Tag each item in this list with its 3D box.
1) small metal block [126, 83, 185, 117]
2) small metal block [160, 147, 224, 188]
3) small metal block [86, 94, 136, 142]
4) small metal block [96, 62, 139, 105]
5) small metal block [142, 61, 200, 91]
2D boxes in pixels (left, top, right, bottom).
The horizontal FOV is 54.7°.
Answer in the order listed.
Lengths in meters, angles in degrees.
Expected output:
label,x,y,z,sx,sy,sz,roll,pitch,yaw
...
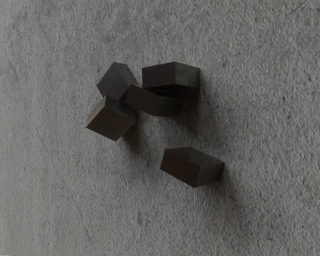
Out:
label,x,y,z,sx,sy,sz,roll,pitch,yaw
small metal block,-0.006,-0.035,0.394,0.050,0.050,0.025,28,108,36
small metal block,0.037,0.043,0.358,0.050,0.050,0.025,24,105,37
small metal block,-0.070,-0.013,0.443,0.050,0.050,0.025,-43,33,32
small metal block,-0.061,-0.060,0.455,0.050,0.025,0.050,-46,62,30
small metal block,0.014,-0.061,0.377,0.050,0.050,0.025,-2,89,40
